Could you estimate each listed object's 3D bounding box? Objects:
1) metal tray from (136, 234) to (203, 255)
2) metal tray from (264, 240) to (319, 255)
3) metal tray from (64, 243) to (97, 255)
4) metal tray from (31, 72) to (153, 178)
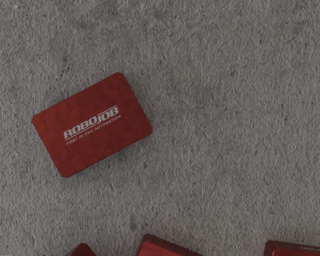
[{"bbox_3d":[-0.003,0.218,0.407,0.090,0.030,0.129,22,90,0],"label":"metal tray"},{"bbox_3d":[0.203,0.206,0.409,0.131,0.030,0.089,8,90,0],"label":"metal tray"},{"bbox_3d":[-0.117,0.216,0.389,0.130,0.030,0.090,-39,90,16],"label":"metal tray"},{"bbox_3d":[-0.086,-0.004,0.407,0.130,0.030,0.090,-28,90,0],"label":"metal tray"}]
